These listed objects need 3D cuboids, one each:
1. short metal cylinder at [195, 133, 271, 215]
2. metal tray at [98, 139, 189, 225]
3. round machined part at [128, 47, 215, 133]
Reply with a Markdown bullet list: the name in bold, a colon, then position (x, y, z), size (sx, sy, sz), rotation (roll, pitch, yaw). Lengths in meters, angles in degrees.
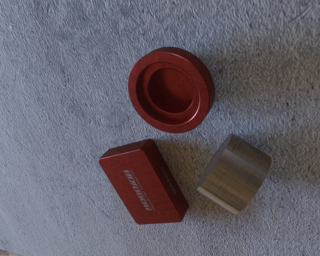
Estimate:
- **short metal cylinder**: position (0.083, 0.053, 0.359), size (0.050, 0.080, 0.079), rotation (33, 129, 6)
- **metal tray**: position (-0.024, 0.085, 0.467), size (0.090, 0.030, 0.130), rotation (-16, 111, 34)
- **round machined part**: position (0.016, -0.046, 0.358), size (0.098, 0.042, 0.097), rotation (13, 124, 20)
